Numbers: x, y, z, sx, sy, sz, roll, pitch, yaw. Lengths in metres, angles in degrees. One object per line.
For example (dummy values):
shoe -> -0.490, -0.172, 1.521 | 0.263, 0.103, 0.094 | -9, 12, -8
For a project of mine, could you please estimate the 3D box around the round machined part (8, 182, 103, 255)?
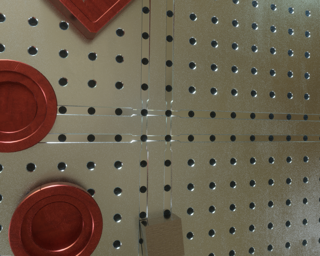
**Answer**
round machined part -> -0.119, 0.111, 0.360 | 0.099, 0.042, 0.097 | 0, 90, -20

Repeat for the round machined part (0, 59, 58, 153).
round machined part -> -0.166, -0.023, 0.342 | 0.099, 0.042, 0.097 | 0, 90, -20

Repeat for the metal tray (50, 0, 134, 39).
metal tray -> -0.072, -0.187, 0.382 | 0.090, 0.030, 0.130 | 45, 76, -15

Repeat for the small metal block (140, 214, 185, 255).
small metal block -> 0.003, 0.147, 0.414 | 0.050, 0.025, 0.050 | -6, 92, -20
